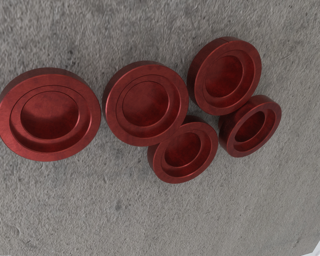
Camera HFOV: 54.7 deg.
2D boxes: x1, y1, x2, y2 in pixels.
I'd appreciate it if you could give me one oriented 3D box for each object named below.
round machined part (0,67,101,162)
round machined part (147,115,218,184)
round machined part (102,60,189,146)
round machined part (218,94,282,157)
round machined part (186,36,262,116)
[{"bbox_3d":[-0.115,-0.017,0.323,0.099,0.042,0.097,-14,124,-21],"label":"round machined part"},{"bbox_3d":[0.027,0.025,0.426,0.099,0.042,0.097,-14,125,-21],"label":"round machined part"},{"bbox_3d":[-0.019,-0.031,0.362,0.099,0.042,0.097,-10,118,-20],"label":"round machined part"},{"bbox_3d":[0.125,-0.007,0.453,0.099,0.042,0.097,-20,135,-21],"label":"round machined part"},{"bbox_3d":[0.076,-0.068,0.395,0.099,0.042,0.097,-14,124,-21],"label":"round machined part"}]
